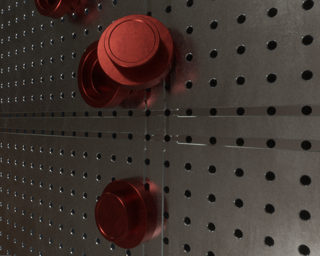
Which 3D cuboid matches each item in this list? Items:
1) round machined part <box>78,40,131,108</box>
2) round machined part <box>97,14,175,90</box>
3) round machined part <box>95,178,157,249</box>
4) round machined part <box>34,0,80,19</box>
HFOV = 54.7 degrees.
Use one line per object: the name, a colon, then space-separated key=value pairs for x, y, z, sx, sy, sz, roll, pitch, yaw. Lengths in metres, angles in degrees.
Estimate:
round machined part: x=-0.075 y=-0.077 z=0.458 sx=0.098 sy=0.042 sz=0.097 roll=0 pitch=90 yaw=39
round machined part: x=-0.032 y=-0.101 z=0.391 sx=0.099 sy=0.042 sz=0.098 roll=-1 pitch=78 yaw=5
round machined part: x=-0.055 y=0.123 z=0.442 sx=0.098 sy=0.042 sz=0.097 roll=0 pitch=90 yaw=39
round machined part: x=-0.175 y=-0.239 z=0.539 sx=0.098 sy=0.042 sz=0.097 roll=0 pitch=90 yaw=39
